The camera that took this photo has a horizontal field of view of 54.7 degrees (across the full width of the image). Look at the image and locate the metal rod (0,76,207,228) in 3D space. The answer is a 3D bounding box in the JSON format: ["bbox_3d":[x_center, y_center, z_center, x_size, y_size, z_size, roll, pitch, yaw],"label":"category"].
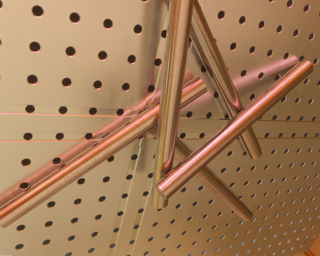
[{"bbox_3d":[-0.069,0.026,0.390,0.301,0.025,0.025,-34,129,-6],"label":"metal rod"}]

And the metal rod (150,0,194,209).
[{"bbox_3d":[0.012,-0.026,0.370,0.025,0.025,0.298,-8,120,-25],"label":"metal rod"}]

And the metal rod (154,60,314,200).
[{"bbox_3d":[0.113,-0.008,0.433,0.301,0.025,0.025,-38,131,-18],"label":"metal rod"}]

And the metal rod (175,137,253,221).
[{"bbox_3d":[0.089,0.092,0.519,0.025,0.025,0.300,-44,130,2],"label":"metal rod"}]

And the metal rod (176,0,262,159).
[{"bbox_3d":[0.094,-0.050,0.433,0.025,0.025,0.300,-39,130,-3],"label":"metal rod"}]
